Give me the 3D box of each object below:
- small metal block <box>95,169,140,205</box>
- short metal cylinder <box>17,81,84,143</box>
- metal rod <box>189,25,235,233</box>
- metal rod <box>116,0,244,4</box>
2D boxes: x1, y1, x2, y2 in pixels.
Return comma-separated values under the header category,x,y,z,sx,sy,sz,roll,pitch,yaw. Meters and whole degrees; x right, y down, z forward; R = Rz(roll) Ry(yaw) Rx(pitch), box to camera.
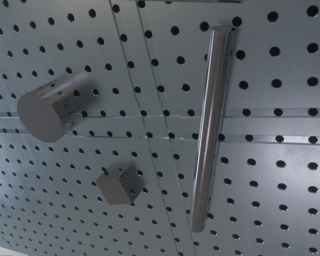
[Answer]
category,x,y,z,sx,sy,sz,roll,pitch,yaw
small metal block,-0.070,0.098,0.508,0.050,0.025,0.050,-12,112,33
short metal cylinder,-0.164,-0.024,0.466,0.080,0.050,0.079,13,124,21
metal rod,0.060,0.025,0.394,0.025,0.025,0.298,15,125,20
metal rod,-0.059,-0.156,0.345,0.301,0.025,0.025,11,123,22
